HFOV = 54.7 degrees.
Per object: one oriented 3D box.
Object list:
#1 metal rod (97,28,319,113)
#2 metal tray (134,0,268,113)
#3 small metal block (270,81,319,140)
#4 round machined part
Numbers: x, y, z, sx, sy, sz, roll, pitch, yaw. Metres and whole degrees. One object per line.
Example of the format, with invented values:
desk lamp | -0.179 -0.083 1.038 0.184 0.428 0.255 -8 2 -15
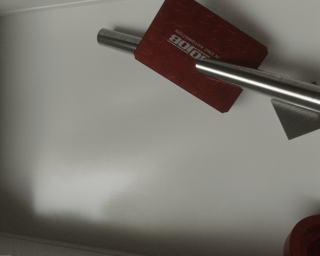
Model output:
metal rod | 0.043 -0.077 0.370 0.300 0.025 0.025 23 98 27
metal tray | 0.047 -0.089 0.369 0.130 0.030 0.090 32 101 -3
small metal block | 0.161 -0.019 0.354 0.050 0.025 0.050 -24 82 18
round machined part | 0.177 0.144 0.320 0.098 0.098 0.042 22 136 18
